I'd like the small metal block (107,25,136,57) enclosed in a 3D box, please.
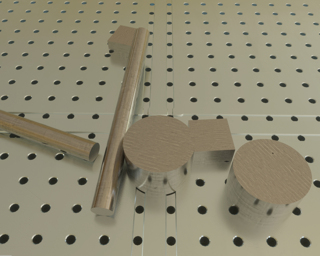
[{"bbox_3d":[-0.054,-0.148,0.531,0.050,0.025,0.050,16,52,13],"label":"small metal block"}]

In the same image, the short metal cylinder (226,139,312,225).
[{"bbox_3d":[0.117,0.059,0.343,0.081,0.050,0.080,0,50,0],"label":"short metal cylinder"}]

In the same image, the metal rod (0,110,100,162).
[{"bbox_3d":[-0.220,-0.013,0.417,0.301,0.025,0.025,17,52,14],"label":"metal rod"}]

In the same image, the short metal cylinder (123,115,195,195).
[{"bbox_3d":[-0.001,0.031,0.365,0.081,0.050,0.080,0,50,0],"label":"short metal cylinder"}]

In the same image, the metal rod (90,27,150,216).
[{"bbox_3d":[-0.045,-0.032,0.418,0.025,0.025,0.300,5,55,4],"label":"metal rod"}]

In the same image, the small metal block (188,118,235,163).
[{"bbox_3d":[0.063,0.016,0.395,0.050,0.025,0.050,-3,50,-3],"label":"small metal block"}]
